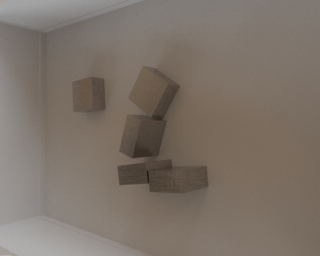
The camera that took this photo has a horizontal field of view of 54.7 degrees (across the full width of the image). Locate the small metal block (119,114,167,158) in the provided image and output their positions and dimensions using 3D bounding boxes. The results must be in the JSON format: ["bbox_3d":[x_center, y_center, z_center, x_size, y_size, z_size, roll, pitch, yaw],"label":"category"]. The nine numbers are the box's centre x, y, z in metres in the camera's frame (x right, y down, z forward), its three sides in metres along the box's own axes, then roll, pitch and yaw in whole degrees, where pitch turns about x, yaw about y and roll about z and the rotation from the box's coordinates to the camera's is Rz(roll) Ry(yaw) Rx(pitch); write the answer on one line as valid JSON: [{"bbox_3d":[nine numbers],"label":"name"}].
[{"bbox_3d":[-0.022,0.010,0.407,0.025,0.050,0.050,22,104,37],"label":"small metal block"}]

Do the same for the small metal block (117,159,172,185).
[{"bbox_3d":[-0.019,0.058,0.404,0.050,0.050,0.025,-12,83,39],"label":"small metal block"}]

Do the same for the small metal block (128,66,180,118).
[{"bbox_3d":[-0.009,-0.048,0.412,0.050,0.025,0.050,41,114,32],"label":"small metal block"}]

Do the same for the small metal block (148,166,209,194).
[{"bbox_3d":[0.022,0.061,0.371,0.050,0.050,0.025,-7,86,39],"label":"small metal block"}]

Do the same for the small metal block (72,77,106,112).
[{"bbox_3d":[-0.115,-0.052,0.499,0.050,0.025,0.050,-5,87,39],"label":"small metal block"}]
